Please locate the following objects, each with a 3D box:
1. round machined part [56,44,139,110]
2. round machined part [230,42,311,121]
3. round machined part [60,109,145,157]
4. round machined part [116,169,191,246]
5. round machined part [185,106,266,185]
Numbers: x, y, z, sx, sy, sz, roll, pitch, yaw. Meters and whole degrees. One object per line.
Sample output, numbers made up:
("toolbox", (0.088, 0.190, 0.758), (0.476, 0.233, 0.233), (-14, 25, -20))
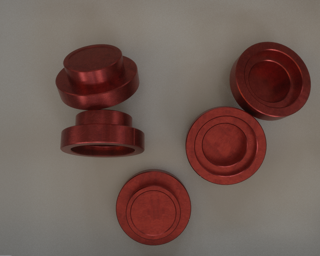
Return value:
("round machined part", (-0.076, -0.067, 0.373), (0.099, 0.098, 0.042), (-7, 130, -1))
("round machined part", (0.136, -0.056, 0.397), (0.099, 0.042, 0.098), (2, 77, -9))
("round machined part", (-0.068, 0.007, 0.376), (0.099, 0.098, 0.042), (-1, 75, -1))
("round machined part", (-0.008, 0.105, 0.403), (0.099, 0.042, 0.097), (0, 90, -1))
("round machined part", (0.082, 0.020, 0.400), (0.099, 0.042, 0.097), (0, 97, 3))
